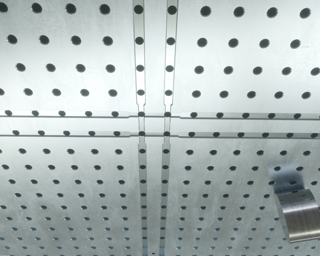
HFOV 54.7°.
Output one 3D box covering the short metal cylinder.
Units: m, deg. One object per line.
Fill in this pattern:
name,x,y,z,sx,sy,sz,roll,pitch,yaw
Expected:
short metal cylinder,0.223,0.141,0.499,0.050,0.080,0.080,-14,129,11
